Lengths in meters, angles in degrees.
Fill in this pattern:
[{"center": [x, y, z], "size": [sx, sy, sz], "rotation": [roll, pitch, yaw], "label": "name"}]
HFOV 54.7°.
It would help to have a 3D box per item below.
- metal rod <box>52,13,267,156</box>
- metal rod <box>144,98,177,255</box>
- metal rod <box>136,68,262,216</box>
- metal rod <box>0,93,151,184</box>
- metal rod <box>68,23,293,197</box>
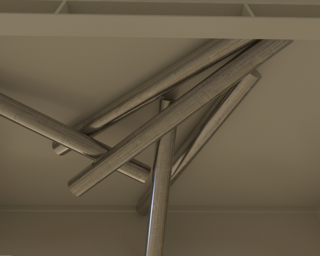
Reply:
[{"center": [-0.018, -0.040, 0.374], "size": [0.300, 0.025, 0.025], "rotation": [-29, 125, 22], "label": "metal rod"}, {"center": [-0.002, 0.110, 0.415], "size": [0.025, 0.025, 0.298], "rotation": [5, 103, -4], "label": "metal rod"}, {"center": [0.038, 0.037, 0.440], "size": [0.025, 0.025, 0.298], "rotation": [21, 127, -17], "label": "metal rod"}, {"center": [-0.148, -0.006, 0.377], "size": [0.301, 0.025, 0.025], "rotation": [28, 125, -13], "label": "metal rod"}, {"center": [0.014, -0.013, 0.355], "size": [0.300, 0.025, 0.025], "rotation": [-36, 122, 11], "label": "metal rod"}]
